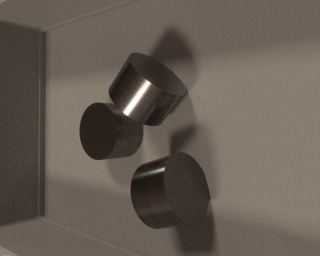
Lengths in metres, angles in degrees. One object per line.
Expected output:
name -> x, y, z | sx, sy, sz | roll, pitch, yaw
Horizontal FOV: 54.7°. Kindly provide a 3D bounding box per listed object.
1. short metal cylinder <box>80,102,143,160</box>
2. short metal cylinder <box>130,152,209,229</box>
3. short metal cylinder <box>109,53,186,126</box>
short metal cylinder -> -0.071, 0.004, 0.446 | 0.080, 0.050, 0.079 | 0, 90, 39
short metal cylinder -> 0.013, 0.073, 0.359 | 0.050, 0.081, 0.080 | -23, 76, 37
short metal cylinder -> -0.015, -0.048, 0.382 | 0.080, 0.081, 0.050 | 52, 120, 27
